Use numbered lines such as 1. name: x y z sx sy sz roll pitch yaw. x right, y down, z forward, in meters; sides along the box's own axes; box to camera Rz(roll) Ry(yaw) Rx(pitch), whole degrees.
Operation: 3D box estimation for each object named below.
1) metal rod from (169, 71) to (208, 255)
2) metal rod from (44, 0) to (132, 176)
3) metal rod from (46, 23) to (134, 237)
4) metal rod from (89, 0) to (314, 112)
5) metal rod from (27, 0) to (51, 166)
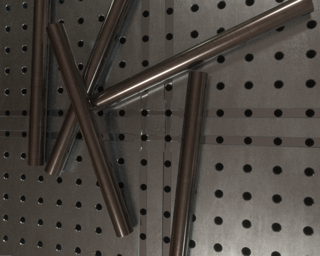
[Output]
1. metal rod: 0.033 0.078 0.400 0.025 0.025 0.298 7 92 19
2. metal rod: -0.101 -0.069 0.446 0.025 0.025 0.298 27 98 17
3. metal rod: -0.095 0.004 0.425 0.025 0.025 0.298 -18 92 19
4. metal rod: 0.038 -0.089 0.398 0.300 0.025 0.025 -23 83 18
5. metal rod: -0.184 -0.092 0.475 0.025 0.025 0.298 3 91 19
